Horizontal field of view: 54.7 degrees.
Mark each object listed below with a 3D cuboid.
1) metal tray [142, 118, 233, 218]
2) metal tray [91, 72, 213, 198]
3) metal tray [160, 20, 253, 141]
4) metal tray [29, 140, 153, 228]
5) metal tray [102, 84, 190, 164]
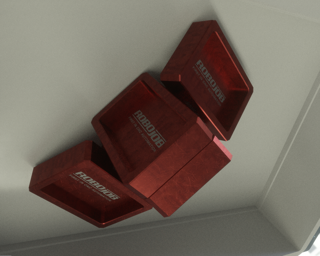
[{"bbox_3d":[0.017,0.035,0.355,0.090,0.130,0.030,-42,106,0],"label":"metal tray"},{"bbox_3d":[-0.016,0.000,0.329,0.090,0.130,0.030,-42,129,1],"label":"metal tray"},{"bbox_3d":[0.065,-0.054,0.384,0.130,0.030,0.090,46,66,-39],"label":"metal tray"},{"bbox_3d":[-0.080,0.076,0.385,0.090,0.030,0.130,-27,133,19],"label":"metal tray"},{"bbox_3d":[0.000,0.014,0.413,0.130,0.030,0.090,-43,130,1],"label":"metal tray"}]
